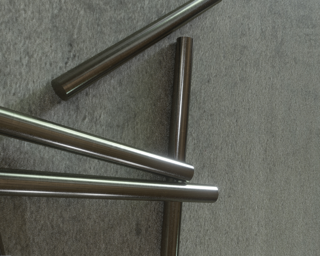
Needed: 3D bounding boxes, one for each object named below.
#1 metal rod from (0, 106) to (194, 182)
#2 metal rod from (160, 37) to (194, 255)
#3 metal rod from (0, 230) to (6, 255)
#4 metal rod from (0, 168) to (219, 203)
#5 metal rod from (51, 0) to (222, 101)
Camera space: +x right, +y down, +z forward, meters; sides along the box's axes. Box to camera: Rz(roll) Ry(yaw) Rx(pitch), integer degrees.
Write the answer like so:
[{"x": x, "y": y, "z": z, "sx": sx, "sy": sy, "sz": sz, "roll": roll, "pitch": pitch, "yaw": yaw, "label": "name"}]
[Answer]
[{"x": -0.082, "y": 0.015, "z": 0.320, "sx": 0.302, "sy": 0.025, "sz": 0.025, "roll": 20, "pitch": 77, "yaw": -34, "label": "metal rod"}, {"x": 0.024, "y": 0.024, "z": 0.427, "sx": 0.025, "sy": 0.025, "sz": 0.298, "roll": 8, "pitch": 85, "yaw": -40, "label": "metal rod"}, {"x": -0.137, "y": 0.168, "z": 0.272, "sx": 0.025, "sy": 0.025, "sz": 0.298, "roll": -16, "pitch": 106, "yaw": -39, "label": "metal rod"}, {"x": -0.052, "y": 0.067, "z": 0.343, "sx": 0.302, "sy": 0.025, "sz": 0.025, "roll": 11, "pitch": 83, "yaw": -34, "label": "metal rod"}, {"x": -0.008, "y": -0.123, "z": 0.399, "sx": 0.302, "sy": 0.025, "sz": 0.025, "roll": -41, "pitch": 116, "yaw": -32, "label": "metal rod"}]
